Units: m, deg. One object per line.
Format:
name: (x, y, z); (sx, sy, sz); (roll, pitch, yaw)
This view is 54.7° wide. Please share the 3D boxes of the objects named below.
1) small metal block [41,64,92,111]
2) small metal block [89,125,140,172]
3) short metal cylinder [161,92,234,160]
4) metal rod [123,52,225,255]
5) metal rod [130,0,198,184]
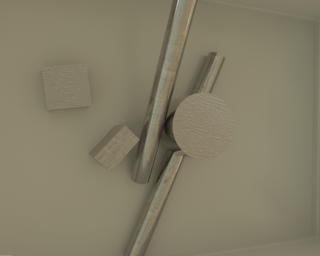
small metal block: (-0.112, -0.048, 0.370); (0.050, 0.025, 0.050); (-8, 93, -20)
small metal block: (-0.057, 0.023, 0.377); (0.025, 0.050, 0.050); (45, 76, -15)
short metal cylinder: (0.044, -0.002, 0.387); (0.081, 0.050, 0.079); (0, 89, -19)
metal rod: (0.023, 0.034, 0.420); (0.025, 0.025, 0.299); (26, 81, -19)
metal rod: (0.009, -0.067, 0.347); (0.025, 0.025, 0.298); (6, 114, -20)
